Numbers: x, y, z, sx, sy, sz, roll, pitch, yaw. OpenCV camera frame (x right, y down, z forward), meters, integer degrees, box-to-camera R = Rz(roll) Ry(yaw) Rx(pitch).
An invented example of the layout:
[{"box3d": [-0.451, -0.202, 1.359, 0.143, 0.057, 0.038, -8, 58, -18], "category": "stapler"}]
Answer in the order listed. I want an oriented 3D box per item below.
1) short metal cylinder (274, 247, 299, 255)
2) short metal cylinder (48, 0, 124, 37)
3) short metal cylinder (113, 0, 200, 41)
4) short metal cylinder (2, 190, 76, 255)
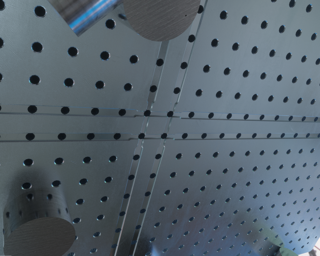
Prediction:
[{"box3d": [0.316, 0.342, 0.760, 0.081, 0.080, 0.050, 17, 109, -35], "category": "short metal cylinder"}, {"box3d": [-0.076, -0.124, 0.257, 0.050, 0.080, 0.080, -39, 129, -2], "category": "short metal cylinder"}, {"box3d": [-0.007, -0.133, 0.309, 0.081, 0.050, 0.079, -14, 124, -21], "category": "short metal cylinder"}, {"box3d": [-0.152, 0.125, 0.389, 0.081, 0.050, 0.079, -14, 124, -21], "category": "short metal cylinder"}]
